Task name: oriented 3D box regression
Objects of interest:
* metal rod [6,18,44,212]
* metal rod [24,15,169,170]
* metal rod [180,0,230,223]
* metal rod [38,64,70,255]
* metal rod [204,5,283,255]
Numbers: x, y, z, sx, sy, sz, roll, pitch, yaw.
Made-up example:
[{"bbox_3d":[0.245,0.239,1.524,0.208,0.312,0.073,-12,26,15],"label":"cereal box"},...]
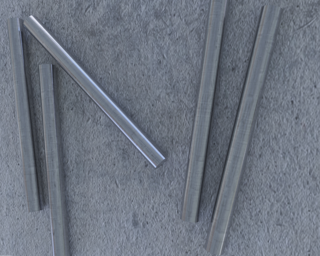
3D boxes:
[{"bbox_3d":[-0.210,-0.021,0.483,0.025,0.025,0.298,-8,87,20],"label":"metal rod"},{"bbox_3d":[-0.098,-0.059,0.443,0.300,0.025,0.025,46,104,14],"label":"metal rod"},{"bbox_3d":[0.057,-0.032,0.388,0.025,0.025,0.298,9,93,20],"label":"metal rod"},{"bbox_3d":[-0.158,0.055,0.464,0.025,0.025,0.298,-6,88,20],"label":"metal rod"},{"bbox_3d":[0.099,0.006,0.373,0.025,0.025,0.298,14,95,19],"label":"metal rod"}]
